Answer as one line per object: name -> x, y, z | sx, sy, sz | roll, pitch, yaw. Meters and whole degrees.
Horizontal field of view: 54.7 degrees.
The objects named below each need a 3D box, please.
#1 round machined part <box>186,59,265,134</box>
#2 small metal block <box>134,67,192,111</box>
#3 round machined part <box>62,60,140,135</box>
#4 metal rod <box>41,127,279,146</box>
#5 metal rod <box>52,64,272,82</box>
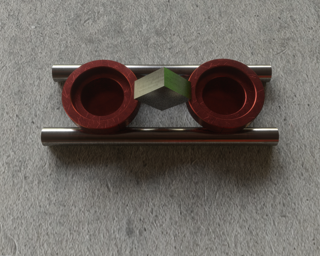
round machined part -> 0.083, -0.039, 0.409 | 0.099, 0.042, 0.098 | 0, 70, 0
small metal block -> 0.004, -0.047, 0.385 | 0.050, 0.050, 0.025 | -18, 63, 40
round machined part -> -0.074, -0.037, 0.409 | 0.099, 0.042, 0.098 | 0, 70, 0
metal rod -> 0.000, 0.011, 0.405 | 0.302, 0.025, 0.025 | 0, 70, 0
metal rod -> 0.003, -0.077, 0.437 | 0.302, 0.025, 0.025 | 0, 70, 0
